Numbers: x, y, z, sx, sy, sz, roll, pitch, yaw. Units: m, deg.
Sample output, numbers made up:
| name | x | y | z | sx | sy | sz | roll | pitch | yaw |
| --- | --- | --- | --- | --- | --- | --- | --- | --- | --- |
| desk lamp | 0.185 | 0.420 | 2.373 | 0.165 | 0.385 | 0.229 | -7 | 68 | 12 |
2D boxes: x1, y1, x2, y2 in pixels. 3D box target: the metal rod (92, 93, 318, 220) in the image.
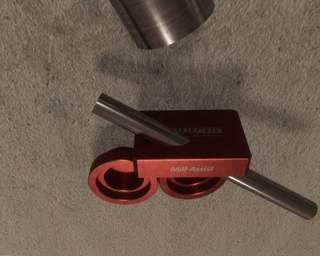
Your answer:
| name | x | y | z | sx | sy | sz | roll | pitch | yaw |
| --- | --- | --- | --- | --- | --- | --- | --- | --- | --- |
| metal rod | 0.062 | 0.039 | 0.372 | 0.301 | 0.025 | 0.025 | 27 | 125 | -10 |

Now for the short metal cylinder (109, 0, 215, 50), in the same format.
| name | x | y | z | sx | sy | sz | roll | pitch | yaw |
| --- | --- | --- | --- | --- | --- | --- | --- | --- | --- |
| short metal cylinder | 0.001 | -0.114 | 0.274 | 0.080 | 0.080 | 0.050 | -22 | 127 | 17 |

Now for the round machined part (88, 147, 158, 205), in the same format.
| name | x | y | z | sx | sy | sz | roll | pitch | yaw |
| --- | --- | --- | --- | --- | --- | --- | --- | --- | --- |
| round machined part | -0.051 | 0.065 | 0.451 | 0.099 | 0.042 | 0.097 | 0 | 130 | 0 |

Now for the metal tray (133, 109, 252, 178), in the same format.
| name | x | y | z | sx | sy | sz | roll | pitch | yaw |
| --- | --- | --- | --- | --- | --- | --- | --- | --- | --- |
| metal tray | 0.036 | 0.016 | 0.378 | 0.131 | 0.090 | 0.030 | -1 | 130 | 0 |

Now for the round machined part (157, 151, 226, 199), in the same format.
| name | x | y | z | sx | sy | sz | roll | pitch | yaw |
| --- | --- | --- | --- | --- | --- | --- | --- | --- | --- |
| round machined part | 0.044 | 0.054 | 0.437 | 0.099 | 0.042 | 0.097 | -5 | 130 | -6 |
